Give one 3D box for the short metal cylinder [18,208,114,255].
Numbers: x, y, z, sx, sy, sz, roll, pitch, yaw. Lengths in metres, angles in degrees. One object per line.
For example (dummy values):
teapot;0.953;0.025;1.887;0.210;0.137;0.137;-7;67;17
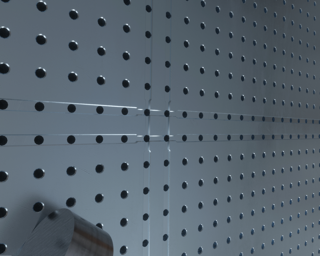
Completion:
short metal cylinder;-0.092;0.125;0.297;0.050;0.080;0.080;45;63;-31
